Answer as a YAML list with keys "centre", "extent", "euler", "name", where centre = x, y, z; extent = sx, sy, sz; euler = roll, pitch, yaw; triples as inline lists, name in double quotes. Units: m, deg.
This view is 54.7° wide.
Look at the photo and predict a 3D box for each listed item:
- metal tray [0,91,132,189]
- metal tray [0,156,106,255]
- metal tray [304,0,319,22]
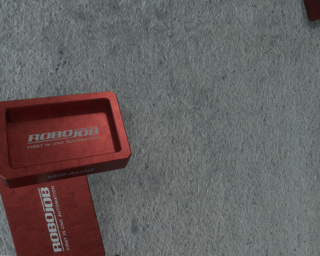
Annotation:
- centre: [-0.106, 0.009, 0.345]
  extent: [0.131, 0.030, 0.090]
  euler: [-8, 64, -20]
  name: "metal tray"
- centre: [-0.124, 0.102, 0.361]
  extent: [0.091, 0.030, 0.129]
  euler: [-14, 95, -20]
  name: "metal tray"
- centre: [0.255, -0.240, 0.467]
  extent: [0.030, 0.090, 0.129]
  euler: [-21, 97, -19]
  name: "metal tray"
